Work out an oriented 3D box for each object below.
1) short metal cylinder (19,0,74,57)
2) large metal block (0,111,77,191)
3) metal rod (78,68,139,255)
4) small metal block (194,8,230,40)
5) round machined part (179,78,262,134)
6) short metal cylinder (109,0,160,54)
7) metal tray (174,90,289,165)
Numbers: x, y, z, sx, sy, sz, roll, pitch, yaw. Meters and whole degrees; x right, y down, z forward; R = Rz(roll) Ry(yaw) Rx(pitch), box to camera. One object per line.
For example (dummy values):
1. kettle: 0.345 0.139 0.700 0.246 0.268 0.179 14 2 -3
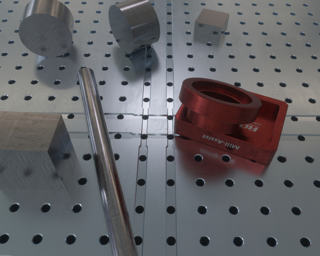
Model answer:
1. short metal cylinder: -0.184 -0.164 0.508 0.081 0.080 0.050 -6 50 -5
2. large metal block: -0.148 0.027 0.348 0.080 0.080 0.050 3 50 2
3. metal rod: -0.071 0.027 0.383 0.025 0.025 0.300 -13 51 -11
4. small metal block: 0.095 -0.192 0.569 0.050 0.025 0.050 18 52 14
5. round machined part: 0.071 -0.026 0.385 0.099 0.042 0.098 12 24 -5
6. short metal cylinder: -0.043 -0.171 0.515 0.050 0.080 0.080 -28 56 -22
7. metal tray: 0.095 -0.014 0.416 0.130 0.030 0.090 19 52 15
